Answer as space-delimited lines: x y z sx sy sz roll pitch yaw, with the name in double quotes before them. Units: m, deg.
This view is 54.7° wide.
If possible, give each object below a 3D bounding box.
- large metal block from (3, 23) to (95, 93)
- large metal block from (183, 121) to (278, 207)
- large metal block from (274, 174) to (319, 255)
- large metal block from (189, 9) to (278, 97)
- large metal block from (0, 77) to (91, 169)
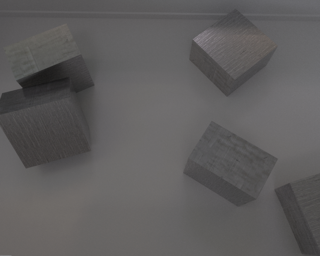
"large metal block" -0.141 -0.079 0.408 0.080 0.080 0.050 -25 72 -9
"large metal block" 0.077 0.045 0.364 0.080 0.080 0.050 31 73 10
"large metal block" 0.196 0.095 0.363 0.081 0.050 0.080 -16 71 -6
"large metal block" 0.100 -0.105 0.435 0.080 0.050 0.080 -38 75 -13
"large metal block" -0.136 -0.006 0.374 0.081 0.080 0.050 -15 38 -6
